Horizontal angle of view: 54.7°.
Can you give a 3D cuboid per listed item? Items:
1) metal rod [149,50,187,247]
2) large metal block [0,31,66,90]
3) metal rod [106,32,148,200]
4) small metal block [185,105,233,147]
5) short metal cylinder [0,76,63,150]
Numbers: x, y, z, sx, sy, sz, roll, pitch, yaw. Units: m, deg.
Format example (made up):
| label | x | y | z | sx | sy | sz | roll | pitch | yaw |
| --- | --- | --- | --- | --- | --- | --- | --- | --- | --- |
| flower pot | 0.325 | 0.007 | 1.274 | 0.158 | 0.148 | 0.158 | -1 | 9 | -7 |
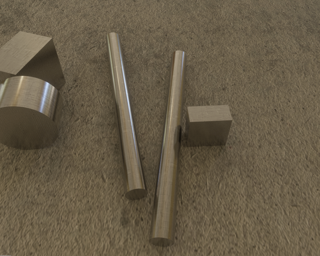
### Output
| label | x | y | z | sx | sy | sz | roll | pitch | yaw |
| --- | --- | --- | --- | --- | --- | --- | --- | --- | --- |
| metal rod | 0.016 | -0.001 | 0.403 | 0.025 | 0.025 | 0.300 | 5 | 50 | 3 |
| large metal block | -0.182 | -0.073 | 0.426 | 0.050 | 0.080 | 0.080 | 15 | 52 | 12 |
| metal rod | -0.053 | -0.040 | 0.435 | 0.025 | 0.025 | 0.300 | -8 | 51 | -7 |
| small metal block | 0.059 | -0.002 | 0.389 | 0.050 | 0.050 | 0.025 | -3 | 50 | -3 |
| short metal cylinder | -0.164 | -0.017 | 0.380 | 0.081 | 0.080 | 0.050 | -4 | 50 | -4 |
